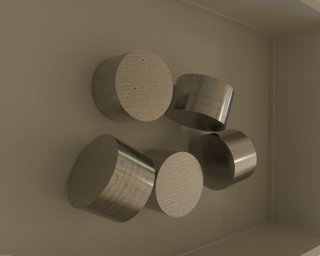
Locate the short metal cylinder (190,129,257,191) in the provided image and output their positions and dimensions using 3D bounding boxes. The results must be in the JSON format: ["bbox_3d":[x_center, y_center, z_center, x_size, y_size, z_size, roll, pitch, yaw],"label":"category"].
[{"bbox_3d":[0.090,0.044,0.447,0.050,0.080,0.079,-12,98,-40],"label":"short metal cylinder"}]

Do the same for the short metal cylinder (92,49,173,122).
[{"bbox_3d":[-0.031,-0.047,0.363,0.081,0.050,0.079,0,90,-40],"label":"short metal cylinder"}]

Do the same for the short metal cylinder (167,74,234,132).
[{"bbox_3d":[0.055,-0.032,0.418,0.080,0.080,0.050,27,73,-37],"label":"short metal cylinder"}]

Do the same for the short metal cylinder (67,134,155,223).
[{"bbox_3d":[-0.052,0.053,0.326,0.050,0.080,0.080,34,69,-35],"label":"short metal cylinder"}]

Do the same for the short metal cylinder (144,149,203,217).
[{"bbox_3d":[0.010,0.069,0.398,0.081,0.050,0.079,0,90,-40],"label":"short metal cylinder"}]
